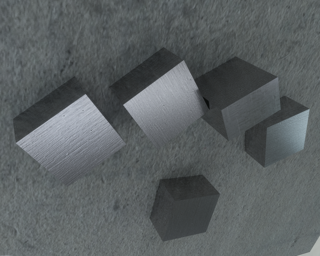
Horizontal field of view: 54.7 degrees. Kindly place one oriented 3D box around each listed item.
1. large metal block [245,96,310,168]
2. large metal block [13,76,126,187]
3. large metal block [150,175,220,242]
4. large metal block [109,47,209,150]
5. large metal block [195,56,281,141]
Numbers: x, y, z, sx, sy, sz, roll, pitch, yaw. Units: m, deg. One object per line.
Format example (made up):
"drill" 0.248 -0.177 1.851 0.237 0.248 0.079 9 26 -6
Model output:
"large metal block" 0.185 0.005 0.498 0.081 0.050 0.080 -22 127 -16
"large metal block" -0.098 0.005 0.341 0.080 0.050 0.080 -36 130 -4
"large metal block" 0.038 0.125 0.491 0.081 0.050 0.079 -1 119 -28
"large metal block" 0.000 -0.035 0.371 0.080 0.050 0.080 -37 130 -4
"large metal block" 0.094 -0.041 0.399 0.080 0.080 0.050 -30 129 -9
